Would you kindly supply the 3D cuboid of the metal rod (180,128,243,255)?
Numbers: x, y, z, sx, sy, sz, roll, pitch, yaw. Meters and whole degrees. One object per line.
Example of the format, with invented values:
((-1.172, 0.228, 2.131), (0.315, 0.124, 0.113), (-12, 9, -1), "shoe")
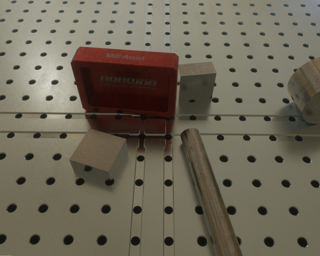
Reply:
((0.067, 0.121, 0.306), (0.025, 0.025, 0.300), (-8, 51, -7), "metal rod")

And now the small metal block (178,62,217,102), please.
((0.051, -0.066, 0.448), (0.050, 0.050, 0.025), (-6, 51, -6), "small metal block")

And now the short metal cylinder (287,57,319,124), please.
((0.222, -0.050, 0.417), (0.081, 0.080, 0.050), (-6, 51, -5), "short metal cylinder")

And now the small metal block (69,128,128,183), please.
((-0.074, 0.033, 0.379), (0.050, 0.025, 0.050), (15, 52, 12), "small metal block")

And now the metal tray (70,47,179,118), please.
((-0.043, -0.059, 0.414), (0.131, 0.089, 0.030), (5, 50, 3), "metal tray")
